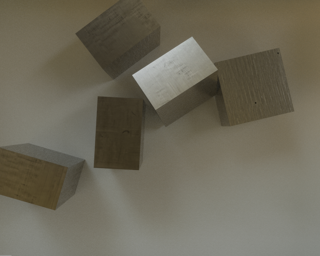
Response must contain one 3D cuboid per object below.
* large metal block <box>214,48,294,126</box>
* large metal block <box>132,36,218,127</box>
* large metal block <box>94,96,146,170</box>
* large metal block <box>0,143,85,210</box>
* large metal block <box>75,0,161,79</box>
[{"bbox_3d":[0.115,-0.050,0.400,0.080,0.050,0.080,-13,90,-1],"label":"large metal block"},{"bbox_3d":[0.022,-0.052,0.379,0.080,0.080,0.050,-33,74,0],"label":"large metal block"},{"bbox_3d":[-0.046,0.006,0.383,0.050,0.080,0.079,3,90,0],"label":"large metal block"},{"bbox_3d":[-0.148,0.056,0.382,0.080,0.080,0.050,16,90,-1],"label":"large metal block"},{"bbox_3d":[-0.047,-0.109,0.383,0.080,0.080,0.050,-37,90,0],"label":"large metal block"}]
